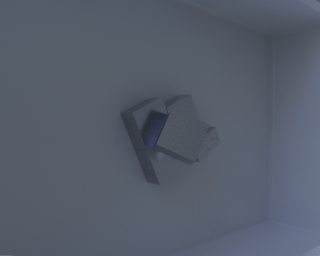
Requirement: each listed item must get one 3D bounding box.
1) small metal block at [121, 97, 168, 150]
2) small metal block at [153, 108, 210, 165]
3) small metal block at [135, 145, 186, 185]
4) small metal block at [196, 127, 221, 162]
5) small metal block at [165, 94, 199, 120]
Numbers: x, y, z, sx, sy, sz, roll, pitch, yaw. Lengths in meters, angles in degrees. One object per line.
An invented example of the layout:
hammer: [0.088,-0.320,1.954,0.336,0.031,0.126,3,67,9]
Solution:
small metal block: [-0.015,-0.006,0.394,0.050,0.025,0.050,-31,110,-36]
small metal block: [0.026,0.011,0.380,0.050,0.025,0.050,24,71,-2]
small metal block: [0.001,0.039,0.408,0.050,0.025,0.050,-31,110,-36]
small metal block: [0.047,0.021,0.429,0.050,0.050,0.025,-35,112,-35]
small metal block: [0.025,-0.014,0.428,0.050,0.025,0.050,-31,110,-36]
